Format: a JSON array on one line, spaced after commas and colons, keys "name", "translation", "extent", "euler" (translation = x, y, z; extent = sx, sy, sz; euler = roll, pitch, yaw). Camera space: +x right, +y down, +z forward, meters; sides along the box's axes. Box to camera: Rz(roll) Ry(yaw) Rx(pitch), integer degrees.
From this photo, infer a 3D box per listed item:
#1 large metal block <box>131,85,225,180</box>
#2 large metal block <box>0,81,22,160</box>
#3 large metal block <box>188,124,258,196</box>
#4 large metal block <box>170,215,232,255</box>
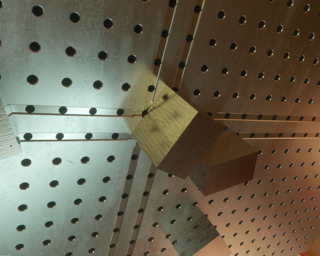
[{"name": "large metal block", "translation": [0.019, 0.004, 0.390], "extent": [0.050, 0.080, 0.080], "euler": [27, 103, -38]}, {"name": "large metal block", "translation": [-0.185, -0.009, 0.289], "extent": [0.081, 0.050, 0.079], "euler": [-17, 125, -19]}, {"name": "large metal block", "translation": [0.080, 0.043, 0.448], "extent": [0.081, 0.080, 0.050], "euler": [-14, 124, -21]}, {"name": "large metal block", "translation": [0.078, 0.222, 0.578], "extent": [0.080, 0.050, 0.080], "euler": [-36, 129, -5]}]
